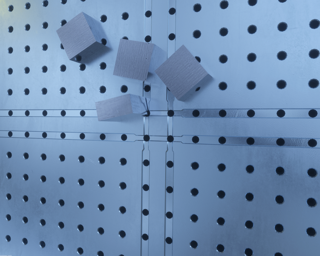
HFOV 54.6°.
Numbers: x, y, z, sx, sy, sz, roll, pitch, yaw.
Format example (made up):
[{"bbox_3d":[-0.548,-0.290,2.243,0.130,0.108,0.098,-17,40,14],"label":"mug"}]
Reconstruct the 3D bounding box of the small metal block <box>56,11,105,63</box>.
[{"bbox_3d":[-0.116,-0.132,0.454,0.050,0.025,0.050,-29,81,17],"label":"small metal block"}]

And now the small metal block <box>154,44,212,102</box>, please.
[{"bbox_3d":[0.030,-0.070,0.402,0.050,0.025,0.050,-41,77,15],"label":"small metal block"}]

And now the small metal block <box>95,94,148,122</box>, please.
[{"bbox_3d":[-0.050,-0.026,0.418,0.050,0.050,0.025,-12,86,20],"label":"small metal block"}]

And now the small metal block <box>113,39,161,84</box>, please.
[{"bbox_3d":[-0.032,-0.091,0.424,0.050,0.025,0.050,14,95,19],"label":"small metal block"}]
